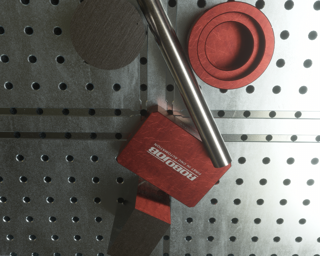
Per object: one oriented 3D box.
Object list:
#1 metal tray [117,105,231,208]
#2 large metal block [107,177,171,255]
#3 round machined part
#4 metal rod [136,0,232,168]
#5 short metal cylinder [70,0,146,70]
[{"bbox_3d":[0.019,0.041,0.426,0.130,0.030,0.090,34,106,-12],"label":"metal tray"},{"bbox_3d":[-0.028,0.128,0.431,0.050,0.080,0.080,27,108,-10],"label":"large metal block"},{"bbox_3d":[0.080,-0.098,0.369,0.099,0.042,0.097,0,110,0],"label":"round machined part"},{"bbox_3d":[0.016,-0.086,0.364,0.025,0.025,0.299,-24,102,8],"label":"metal rod"},{"bbox_3d":[-0.057,-0.111,0.358,0.081,0.050,0.079,0,110,0],"label":"short metal cylinder"}]
